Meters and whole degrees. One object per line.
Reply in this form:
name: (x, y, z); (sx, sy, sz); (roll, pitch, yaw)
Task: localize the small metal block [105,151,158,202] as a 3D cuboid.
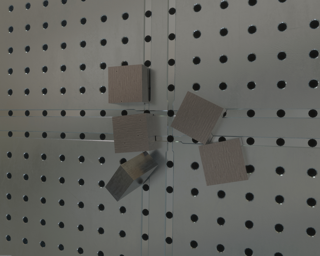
small metal block: (-0.037, 0.062, 0.404); (0.025, 0.050, 0.050); (47, 128, 14)

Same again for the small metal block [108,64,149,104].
small metal block: (-0.043, -0.059, 0.428); (0.050, 0.025, 0.050); (0, 90, 20)

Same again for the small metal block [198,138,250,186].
small metal block: (0.080, 0.041, 0.385); (0.050, 0.025, 0.050); (-13, 86, 19)

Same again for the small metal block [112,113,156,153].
small metal block: (-0.035, 0.007, 0.426); (0.050, 0.025, 0.050); (-6, 88, 20)

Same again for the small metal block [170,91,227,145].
small metal block: (0.049, -0.013, 0.395); (0.050, 0.025, 0.050); (29, 99, 18)
